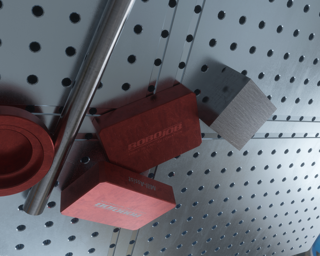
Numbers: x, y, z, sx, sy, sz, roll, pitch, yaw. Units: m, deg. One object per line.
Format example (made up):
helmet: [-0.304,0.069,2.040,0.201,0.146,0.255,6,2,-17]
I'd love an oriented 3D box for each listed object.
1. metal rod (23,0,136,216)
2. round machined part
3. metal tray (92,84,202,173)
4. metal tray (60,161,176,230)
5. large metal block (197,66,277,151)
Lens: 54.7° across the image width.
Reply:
metal rod: [-0.092,-0.026,0.345,0.025,0.025,0.298,16,110,-35]
round machined part: [-0.165,0.020,0.323,0.099,0.042,0.097,-14,125,-21]
metal tray: [-0.012,0.006,0.407,0.131,0.030,0.089,-23,127,-15]
metal tray: [-0.054,0.097,0.419,0.090,0.030,0.131,-38,134,27]
large metal block: [0.104,-0.026,0.438,0.080,0.050,0.080,34,99,-39]
